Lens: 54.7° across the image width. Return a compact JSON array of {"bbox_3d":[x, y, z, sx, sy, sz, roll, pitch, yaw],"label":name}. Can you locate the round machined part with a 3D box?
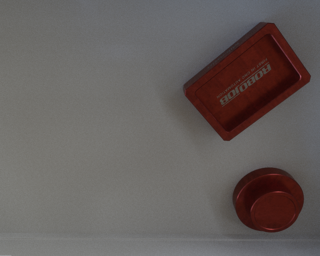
[{"bbox_3d":[0.158,0.110,0.445,0.099,0.042,0.097,0,110,-1],"label":"round machined part"}]

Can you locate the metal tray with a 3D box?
[{"bbox_3d":[0.106,-0.056,0.389,0.130,0.030,0.090,-39,106,12],"label":"metal tray"}]
